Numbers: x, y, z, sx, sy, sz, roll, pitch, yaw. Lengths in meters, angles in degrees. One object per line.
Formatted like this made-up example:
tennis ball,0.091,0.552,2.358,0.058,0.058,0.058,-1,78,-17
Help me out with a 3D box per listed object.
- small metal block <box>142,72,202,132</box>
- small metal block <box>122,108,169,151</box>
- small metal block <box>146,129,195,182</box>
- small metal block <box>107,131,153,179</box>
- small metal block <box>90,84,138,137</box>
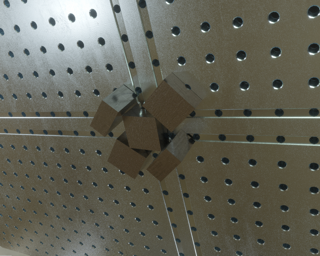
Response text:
small metal block,0.014,-0.031,0.385,0.050,0.025,0.050,42,130,-1
small metal block,-0.019,0.002,0.422,0.050,0.025,0.050,4,119,27
small metal block,0.015,0.036,0.410,0.025,0.050,0.050,41,129,1
small metal block,-0.044,0.040,0.460,0.050,0.025,0.050,33,128,6
small metal block,-0.061,-0.023,0.413,0.025,0.050,0.050,37,130,2
